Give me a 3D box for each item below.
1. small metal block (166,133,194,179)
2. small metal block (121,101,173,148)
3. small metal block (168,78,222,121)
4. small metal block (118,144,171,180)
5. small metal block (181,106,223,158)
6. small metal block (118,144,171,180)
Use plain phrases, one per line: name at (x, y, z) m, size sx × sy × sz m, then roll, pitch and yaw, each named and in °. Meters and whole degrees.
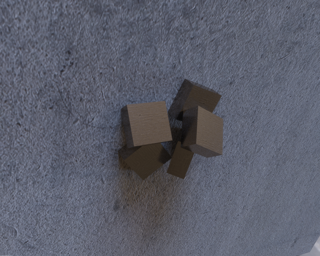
small metal block at (0.033, 0.035, 0.430) m, size 0.025 × 0.050 × 0.050 m, roll 20°, pitch 112°, yaw 4°
small metal block at (-0.017, -0.004, 0.382) m, size 0.050 × 0.025 × 0.050 m, roll -8°, pitch 84°, yaw -25°
small metal block at (0.046, -0.033, 0.415) m, size 0.050 × 0.025 × 0.050 m, roll 15°, pitch 111°, yaw -35°
small metal block at (-0.020, 0.035, 0.421) m, size 0.050 × 0.025 × 0.050 m, roll -38°, pitch 130°, yaw -3°
small metal block at (0.054, 0.006, 0.394) m, size 0.050 × 0.025 × 0.050 m, roll 23°, pitch 62°, yaw -37°
small metal block at (-0.020, 0.035, 0.421) m, size 0.050 × 0.025 × 0.050 m, roll -39°, pitch 129°, yaw -3°
